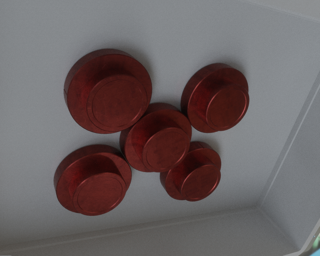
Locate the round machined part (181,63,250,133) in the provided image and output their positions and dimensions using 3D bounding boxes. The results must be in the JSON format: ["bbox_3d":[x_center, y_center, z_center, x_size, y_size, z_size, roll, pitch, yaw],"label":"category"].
[{"bbox_3d":[0.081,-0.035,0.421,0.099,0.042,0.097,-14,125,-21],"label":"round machined part"}]

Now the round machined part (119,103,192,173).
[{"bbox_3d":[0.000,0.020,0.409,0.099,0.042,0.097,-14,125,-21],"label":"round machined part"}]

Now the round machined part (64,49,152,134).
[{"bbox_3d":[-0.053,-0.035,0.346,0.099,0.042,0.097,-14,125,-21],"label":"round machined part"}]

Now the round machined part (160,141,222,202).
[{"bbox_3d":[0.053,0.073,0.472,0.099,0.042,0.097,-14,125,-21],"label":"round machined part"}]

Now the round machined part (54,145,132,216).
[{"bbox_3d":[-0.082,0.073,0.398,0.099,0.042,0.097,-14,125,-21],"label":"round machined part"}]
